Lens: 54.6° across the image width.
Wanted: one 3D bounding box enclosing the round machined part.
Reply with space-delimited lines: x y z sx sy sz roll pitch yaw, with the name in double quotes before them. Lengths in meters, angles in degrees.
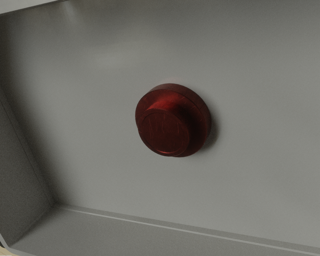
"round machined part" 0.012 -0.003 0.390 0.098 0.042 0.097 13 124 21
